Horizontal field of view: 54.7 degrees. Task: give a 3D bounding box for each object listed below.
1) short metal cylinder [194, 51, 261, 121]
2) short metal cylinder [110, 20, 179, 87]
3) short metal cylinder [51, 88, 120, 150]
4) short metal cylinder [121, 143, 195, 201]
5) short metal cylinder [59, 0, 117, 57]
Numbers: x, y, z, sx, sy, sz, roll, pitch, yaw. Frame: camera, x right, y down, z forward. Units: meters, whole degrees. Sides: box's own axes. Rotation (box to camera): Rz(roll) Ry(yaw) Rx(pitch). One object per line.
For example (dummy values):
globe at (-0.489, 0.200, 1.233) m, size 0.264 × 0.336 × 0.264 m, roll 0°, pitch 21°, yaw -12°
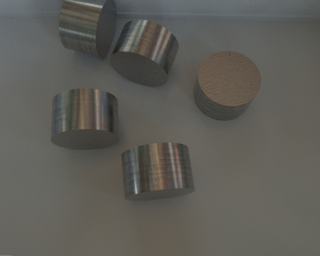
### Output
short metal cylinder at (0.089, -0.056, 0.418) m, size 0.081 × 0.050 × 0.080 m, roll 0°, pitch 70°, yaw 0°
short metal cylinder at (-0.020, -0.098, 0.416) m, size 0.080 × 0.080 × 0.050 m, roll 17°, pitch 71°, yaw 5°
short metal cylinder at (-0.091, -0.008, 0.382) m, size 0.081 × 0.080 × 0.050 m, roll -4°, pitch 70°, yaw -2°
short metal cylinder at (-0.003, 0.053, 0.361) m, size 0.081 × 0.080 × 0.050 m, roll -6°, pitch 70°, yaw -3°
short metal cylinder at (-0.098, -0.144, 0.432) m, size 0.050 × 0.080 × 0.080 m, roll 15°, pitch 71°, yaw 5°
